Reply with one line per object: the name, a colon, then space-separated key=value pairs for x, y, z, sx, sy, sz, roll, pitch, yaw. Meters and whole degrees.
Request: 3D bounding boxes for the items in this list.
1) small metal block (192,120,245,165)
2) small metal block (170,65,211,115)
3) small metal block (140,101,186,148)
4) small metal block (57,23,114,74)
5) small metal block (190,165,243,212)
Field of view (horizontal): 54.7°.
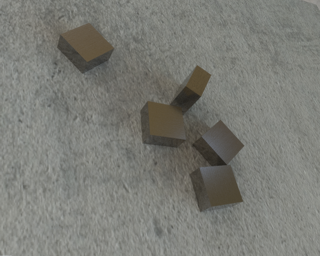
small metal block: x=0.082 y=0.024 z=0.436 sx=0.050 sy=0.025 sz=0.050 roll=49 pitch=51 yaw=5
small metal block: x=0.043 y=-0.054 z=0.446 sx=0.025 sy=0.050 sz=0.050 roll=34 pitch=51 yaw=-7
small metal block: x=0.003 y=-0.004 z=0.410 sx=0.050 sy=0.025 sz=0.050 roll=9 pitch=58 yaw=-24
small metal block: x=-0.100 y=-0.108 z=0.417 sx=0.050 sy=0.025 sz=0.050 roll=46 pitch=51 yaw=3
small metal block: x=0.072 y=0.077 z=0.398 sx=0.050 sy=0.025 sz=0.050 roll=0 pitch=62 yaw=-29
